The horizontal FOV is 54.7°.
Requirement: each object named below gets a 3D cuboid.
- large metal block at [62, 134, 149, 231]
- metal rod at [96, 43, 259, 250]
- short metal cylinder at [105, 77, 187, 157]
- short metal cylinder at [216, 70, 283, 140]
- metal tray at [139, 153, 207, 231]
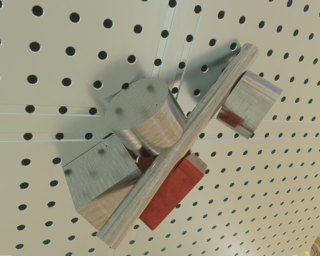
[{"bbox_3d":[-0.064,0.064,0.381,0.080,0.080,0.050,-34,129,-6],"label":"large metal block"},{"bbox_3d":[0.033,0.006,0.365,0.301,0.025,0.025,-51,132,-20],"label":"metal rod"},{"bbox_3d":[-0.016,-0.013,0.360,0.080,0.080,0.050,-37,130,-4],"label":"short metal cylinder"},{"bbox_3d":[0.120,-0.031,0.418,0.080,0.050,0.080,-51,166,-17],"label":"short metal cylinder"},{"bbox_3d":[0.021,0.079,0.419,0.090,0.030,0.130,-48,171,6],"label":"metal tray"}]
